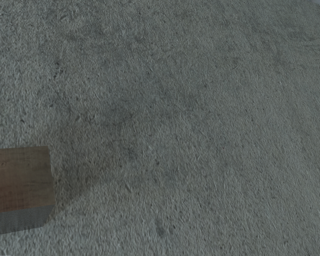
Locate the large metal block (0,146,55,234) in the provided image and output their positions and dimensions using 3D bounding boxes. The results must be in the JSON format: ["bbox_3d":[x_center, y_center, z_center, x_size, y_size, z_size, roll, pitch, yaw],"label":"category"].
[{"bbox_3d":[-0.139,0.057,0.259,0.081,0.080,0.050,-2,63,-29],"label":"large metal block"}]
